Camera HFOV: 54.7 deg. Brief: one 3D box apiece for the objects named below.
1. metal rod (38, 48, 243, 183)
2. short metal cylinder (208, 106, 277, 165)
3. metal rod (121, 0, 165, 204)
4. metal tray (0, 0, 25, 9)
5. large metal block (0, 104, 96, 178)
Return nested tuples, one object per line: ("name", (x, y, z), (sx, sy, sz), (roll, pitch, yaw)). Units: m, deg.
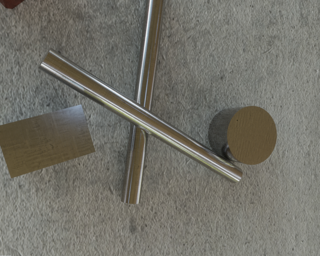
("metal rod", (-0.003, -0.001, 0.383), (0.301, 0.025, 0.025), (32, 80, -27))
("short metal cylinder", (0.116, 0.010, 0.440), (0.081, 0.050, 0.079), (0, 90, -21))
("metal rod", (-0.020, -0.054, 0.402), (0.025, 0.025, 0.298), (8, 87, -20))
("metal tray", (-0.181, -0.211, 0.339), (0.090, 0.030, 0.130), (-46, 105, -15))
("large metal block", (-0.122, 0.011, 0.335), (0.081, 0.080, 0.050), (-17, 96, -20))
